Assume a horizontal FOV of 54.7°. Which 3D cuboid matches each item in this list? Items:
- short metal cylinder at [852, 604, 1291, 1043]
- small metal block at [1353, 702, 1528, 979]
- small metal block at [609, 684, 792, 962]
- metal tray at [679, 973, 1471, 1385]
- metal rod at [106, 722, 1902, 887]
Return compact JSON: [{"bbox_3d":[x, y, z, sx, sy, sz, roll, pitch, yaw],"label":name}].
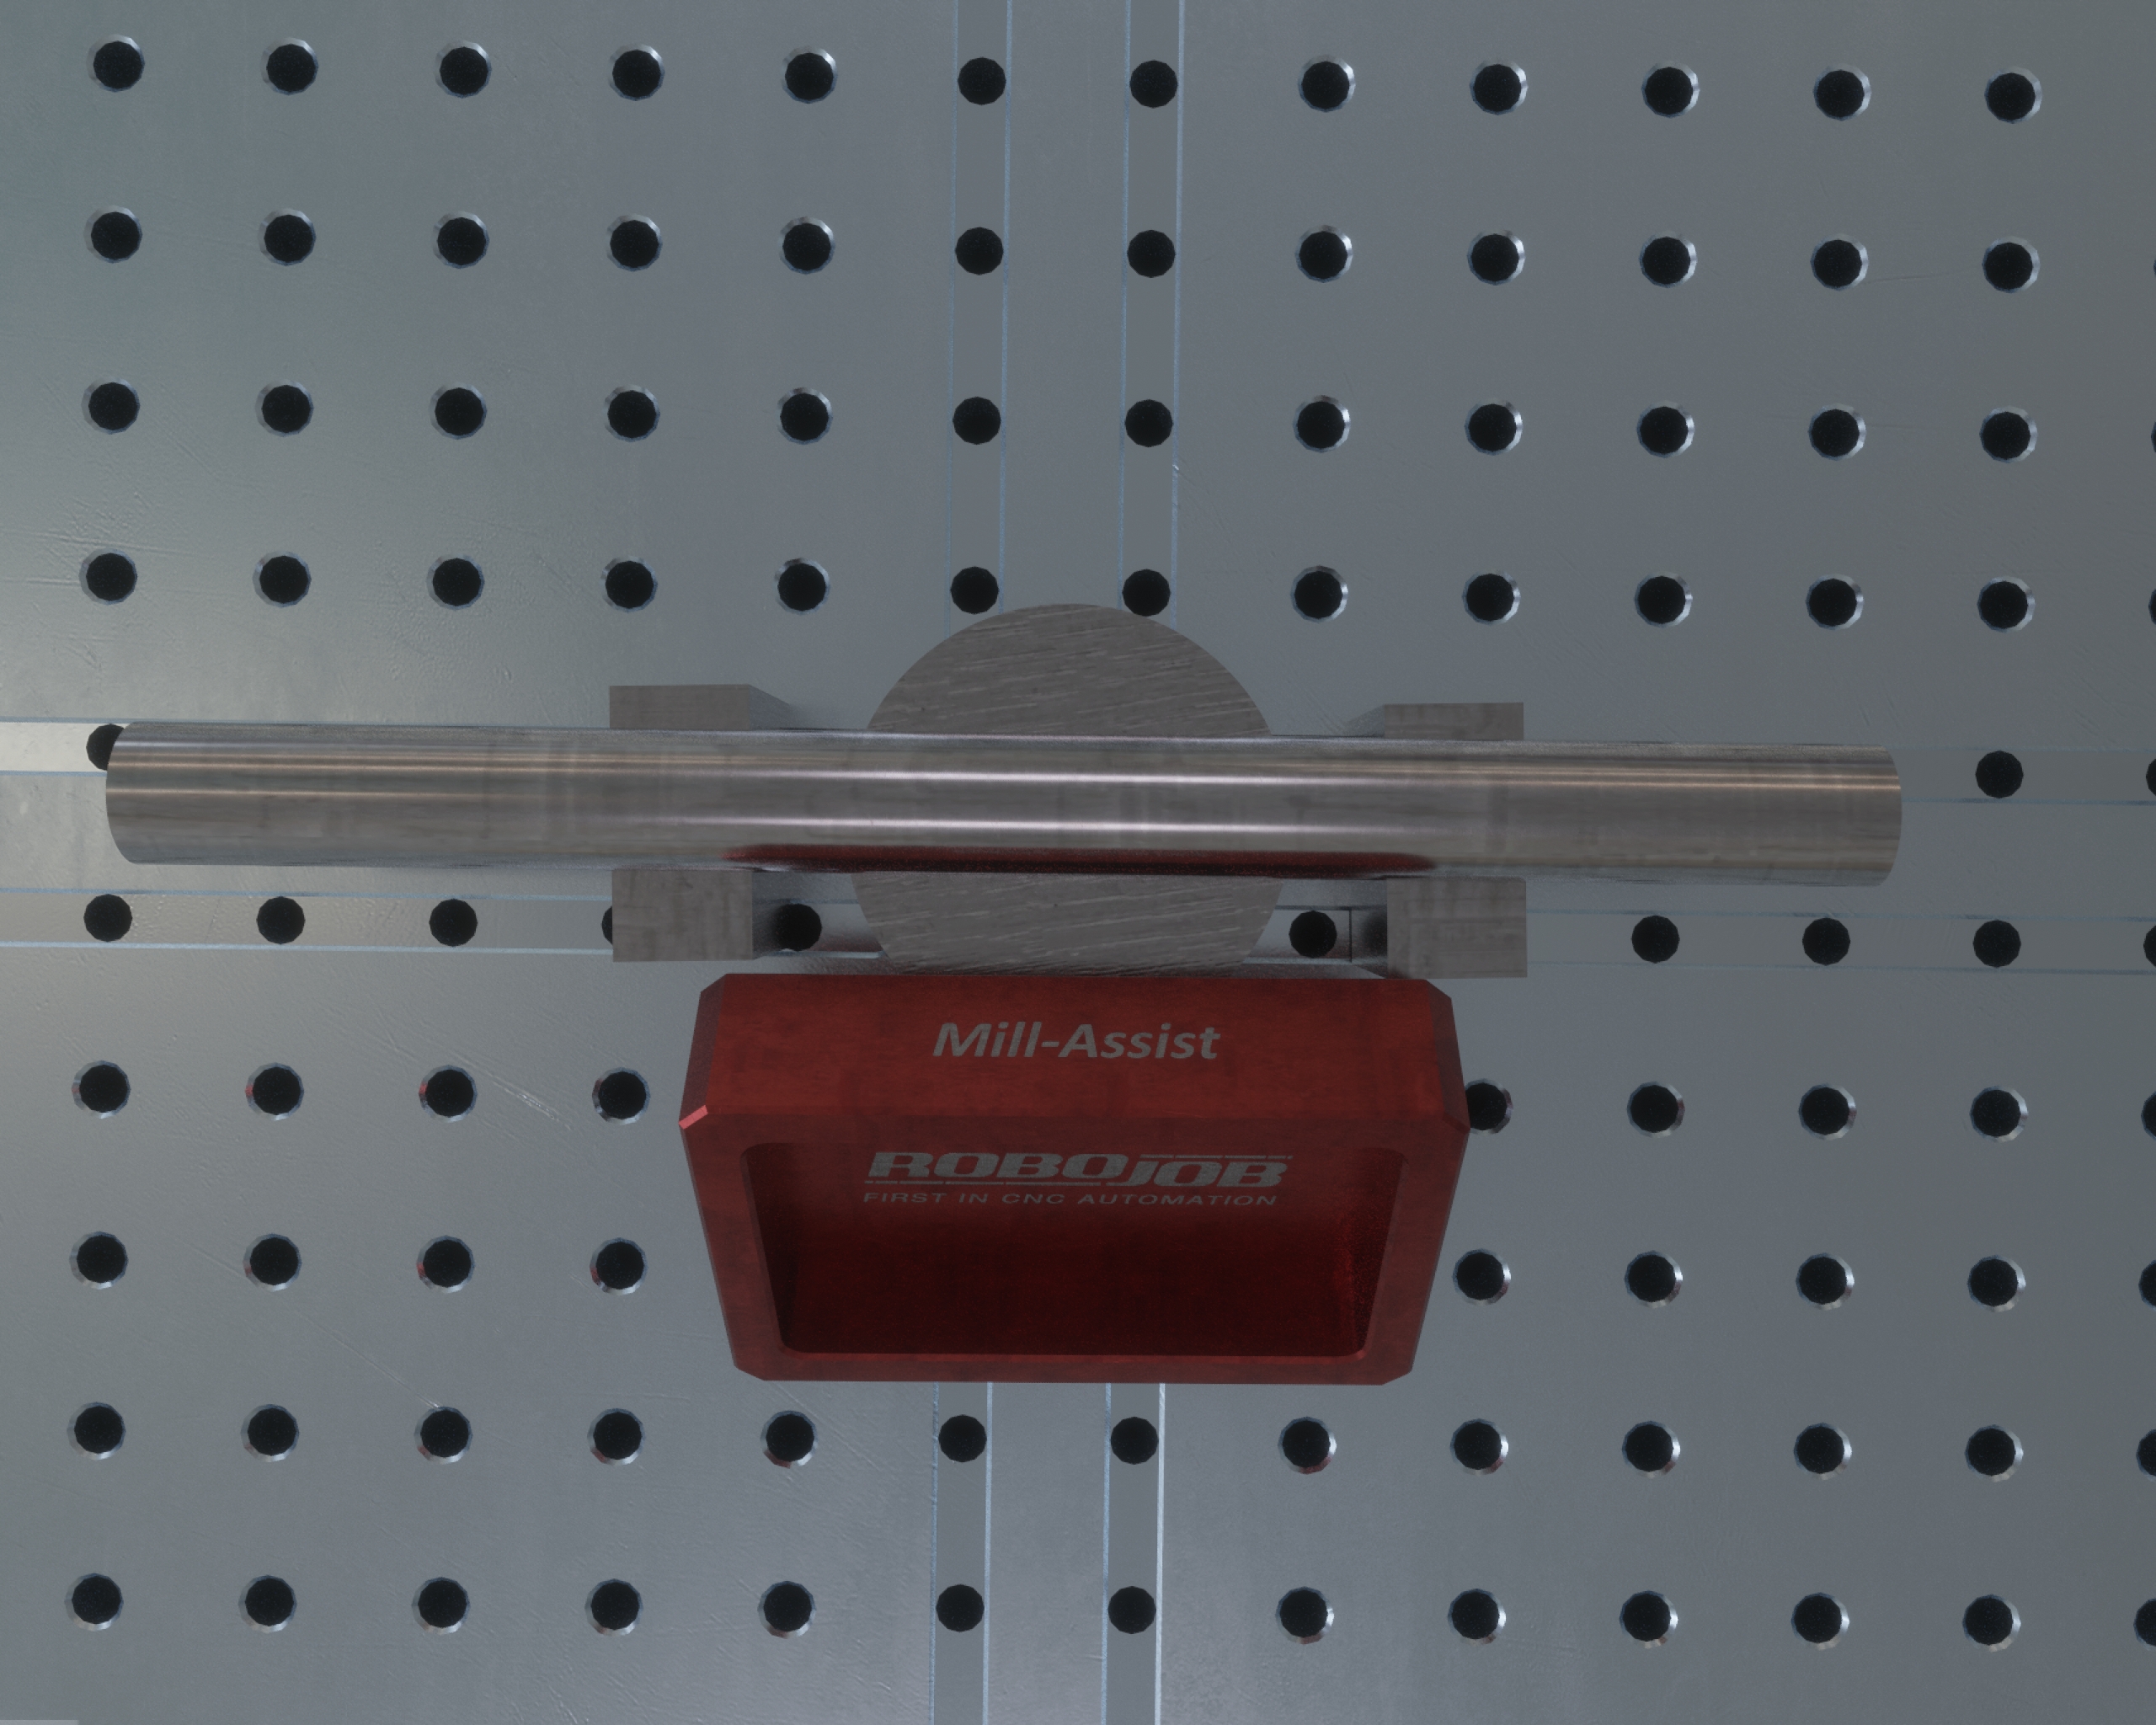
[{"bbox_3d":[-0.002,-0.007,0.400,0.081,0.050,0.080,0,90,0],"label":"short metal cylinder"},{"bbox_3d":[0.068,-0.004,0.401,0.025,0.050,0.050,-1,90,0],"label":"small metal block"},{"bbox_3d":[-0.071,-0.007,0.400,0.025,0.050,0.050,-1,90,0],"label":"small metal block"},{"bbox_3d":[-0.001,0.060,0.383,0.131,0.089,0.030,0,47,0],"label":"metal tray"},{"bbox_3d":[-0.012,-0.010,0.363,0.302,0.025,0.025,1,90,0],"label":"metal rod"}]
